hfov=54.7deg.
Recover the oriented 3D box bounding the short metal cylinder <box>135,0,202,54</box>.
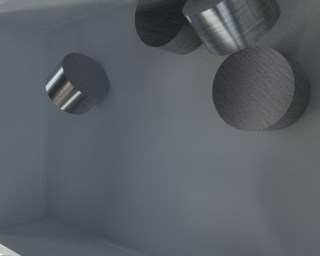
[{"bbox_3d":[0.016,-0.134,0.378,0.080,0.050,0.080,0,90,40],"label":"short metal cylinder"}]

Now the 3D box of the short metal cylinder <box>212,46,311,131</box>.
[{"bbox_3d":[0.100,-0.037,0.308,0.080,0.050,0.080,0,90,40],"label":"short metal cylinder"}]

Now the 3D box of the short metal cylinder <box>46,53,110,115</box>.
[{"bbox_3d":[-0.125,-0.067,0.475,0.050,0.081,0.080,-35,68,34],"label":"short metal cylinder"}]

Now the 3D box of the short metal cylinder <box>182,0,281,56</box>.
[{"bbox_3d":[0.070,-0.118,0.307,0.080,0.050,0.080,-29,33,21],"label":"short metal cylinder"}]
